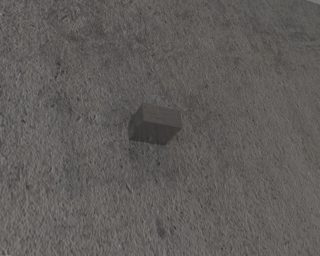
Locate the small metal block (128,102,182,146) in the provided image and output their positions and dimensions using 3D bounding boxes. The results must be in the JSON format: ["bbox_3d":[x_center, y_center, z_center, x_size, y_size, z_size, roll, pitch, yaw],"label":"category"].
[{"bbox_3d":[-0.007,-0.003,0.385,0.050,0.050,0.025,10,58,-23],"label":"small metal block"}]
